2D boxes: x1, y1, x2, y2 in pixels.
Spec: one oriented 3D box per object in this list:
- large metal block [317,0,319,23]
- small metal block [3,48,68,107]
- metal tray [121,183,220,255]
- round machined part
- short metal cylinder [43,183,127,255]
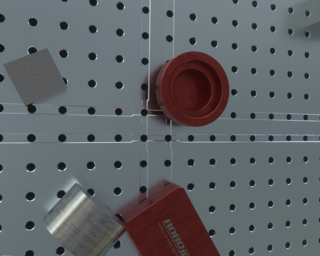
[{"bbox_3d":[0.318,-0.201,0.500,0.081,0.080,0.050,3,89,-20],"label":"large metal block"},{"bbox_3d":[-0.143,-0.058,0.360,0.050,0.025,0.050,-28,99,-18],"label":"small metal block"},{"bbox_3d":[0.017,0.152,0.416,0.091,0.030,0.130,-31,100,-17],"label":"metal tray"},{"bbox_3d":[0.040,-0.050,0.418,0.099,0.042,0.097,0,90,-20],"label":"round machined part"},{"bbox_3d":[-0.084,0.108,0.353,0.080,0.080,0.050,45,76,-15],"label":"short metal cylinder"}]
